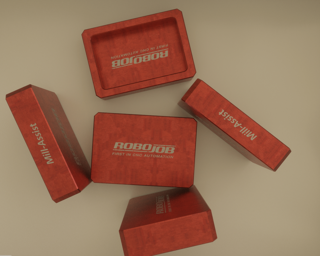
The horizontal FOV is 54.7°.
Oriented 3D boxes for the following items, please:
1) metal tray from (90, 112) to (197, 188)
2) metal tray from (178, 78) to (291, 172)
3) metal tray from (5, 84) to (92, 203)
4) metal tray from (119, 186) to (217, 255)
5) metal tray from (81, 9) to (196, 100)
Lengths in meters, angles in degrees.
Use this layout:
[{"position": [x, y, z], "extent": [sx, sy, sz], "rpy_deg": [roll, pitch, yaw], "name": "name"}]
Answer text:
[{"position": [-0.020, 0.028, 0.406], "extent": [0.131, 0.030, 0.089], "rpy_deg": [3, 90, -1], "name": "metal tray"}, {"position": [0.084, -0.004, 0.377], "extent": [0.130, 0.090, 0.030], "rpy_deg": [38, 91, -1], "name": "metal tray"}, {"position": [-0.127, 0.017, 0.375], "extent": [0.030, 0.090, 0.129], "rpy_deg": [-25, 91, -1], "name": "metal tray"}, {"position": [0.007, 0.101, 0.356], "extent": [0.091, 0.130, 0.030], "rpy_deg": [-12, 91, -1], "name": "metal tray"}, {"position": [-0.027, -0.095, 0.407], "extent": [0.131, 0.030, 0.089], "rpy_deg": [-13, 90, -1], "name": "metal tray"}]
